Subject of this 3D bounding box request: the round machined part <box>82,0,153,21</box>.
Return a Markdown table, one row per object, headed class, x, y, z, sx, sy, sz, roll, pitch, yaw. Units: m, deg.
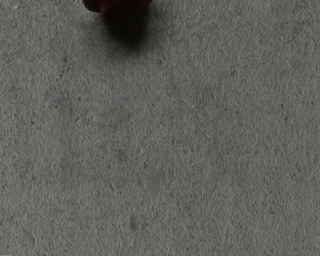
| class | x | y | z | sx | sy | sz | roll | pitch | yaw |
| --- | --- | --- | --- | --- | --- | --- | --- | --- | --- |
| round machined part | -0.045 | -0.166 | 0.373 | 0.098 | 0.098 | 0.042 | -26 | 90 | 0 |
